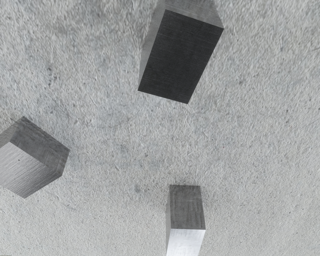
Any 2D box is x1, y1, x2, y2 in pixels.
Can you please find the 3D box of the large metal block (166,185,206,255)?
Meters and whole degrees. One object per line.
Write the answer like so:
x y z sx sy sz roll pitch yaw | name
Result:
0.038 0.149 0.498 0.050 0.080 0.079 3 130 -3 | large metal block

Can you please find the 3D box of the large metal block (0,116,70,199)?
-0.187 0.043 0.425 0.080 0.050 0.080 -31 124 23 | large metal block

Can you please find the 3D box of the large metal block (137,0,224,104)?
0.016 -0.083 0.300 0.050 0.080 0.079 14 129 -12 | large metal block
